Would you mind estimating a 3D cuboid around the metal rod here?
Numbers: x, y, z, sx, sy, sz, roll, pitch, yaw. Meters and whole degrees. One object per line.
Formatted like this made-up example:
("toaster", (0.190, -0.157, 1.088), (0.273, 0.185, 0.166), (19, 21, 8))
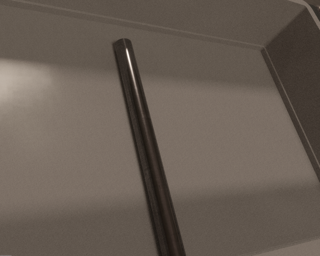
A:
("metal rod", (-0.019, 0.009, 0.390), (0.025, 0.025, 0.299), (0, 62, -29))
